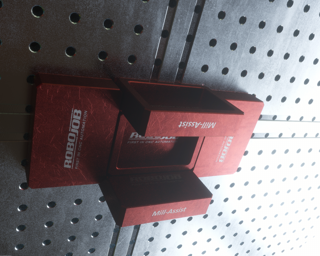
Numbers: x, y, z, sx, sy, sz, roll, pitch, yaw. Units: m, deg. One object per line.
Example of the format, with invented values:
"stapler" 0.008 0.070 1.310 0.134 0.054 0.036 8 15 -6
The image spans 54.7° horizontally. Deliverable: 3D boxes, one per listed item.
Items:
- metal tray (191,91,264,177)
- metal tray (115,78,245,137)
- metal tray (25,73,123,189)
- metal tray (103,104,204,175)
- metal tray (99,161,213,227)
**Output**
"metal tray" 0.093 0.011 0.466 0.091 0.030 0.129 0 118 -30
"metal tray" 0.022 -0.025 0.367 0.131 0.090 0.030 1 118 -29
"metal tray" -0.101 0.007 0.357 0.091 0.030 0.129 1 118 -29
"metal tray" -0.005 0.014 0.413 0.131 0.030 0.089 1 118 -29
"metal tray" -0.007 0.081 0.415 0.131 0.090 0.030 1 118 -29
